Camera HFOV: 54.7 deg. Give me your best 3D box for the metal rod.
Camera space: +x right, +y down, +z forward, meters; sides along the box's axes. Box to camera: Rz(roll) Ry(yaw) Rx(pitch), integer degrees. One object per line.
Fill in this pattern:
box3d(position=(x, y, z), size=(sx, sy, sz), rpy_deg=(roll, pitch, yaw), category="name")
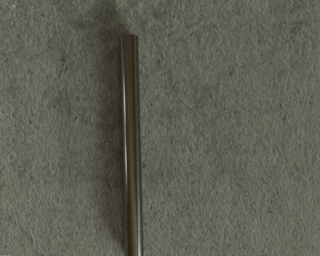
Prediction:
box3d(position=(-0.038, 0.029, 0.409), size=(0.025, 0.025, 0.298), rpy_deg=(-1, 90, -1), category="metal rod")
